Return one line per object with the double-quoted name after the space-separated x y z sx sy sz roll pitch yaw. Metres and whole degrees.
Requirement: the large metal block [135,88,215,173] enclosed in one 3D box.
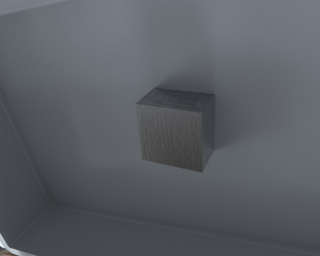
0.021 0.001 0.382 0.080 0.050 0.080 9 123 23 "large metal block"
